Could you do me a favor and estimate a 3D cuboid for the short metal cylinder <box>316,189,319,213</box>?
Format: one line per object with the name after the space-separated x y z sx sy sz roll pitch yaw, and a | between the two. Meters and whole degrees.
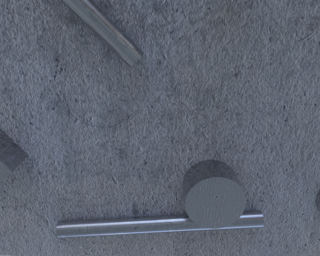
0.274 0.113 0.441 0.081 0.050 0.079 0 110 0 | short metal cylinder

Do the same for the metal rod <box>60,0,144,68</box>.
-0.134 -0.182 0.341 0.300 0.025 0.025 43 104 -15 | metal rod

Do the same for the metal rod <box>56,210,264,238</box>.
0.000 0.143 0.462 0.302 0.025 0.025 -3 110 1 | metal rod

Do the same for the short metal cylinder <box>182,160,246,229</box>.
0.073 0.091 0.431 0.081 0.050 0.079 0 110 0 | short metal cylinder

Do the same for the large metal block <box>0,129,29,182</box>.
-0.241 0.041 0.409 0.080 0.050 0.080 -37 106 12 | large metal block
